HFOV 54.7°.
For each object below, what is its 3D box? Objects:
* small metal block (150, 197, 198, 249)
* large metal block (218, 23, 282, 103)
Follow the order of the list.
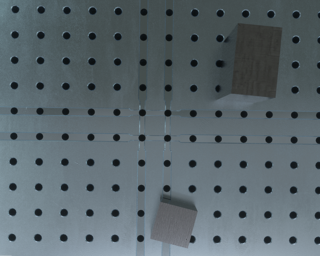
[{"bbox_3d":[0.018,0.126,0.414,0.050,0.025,0.050,15,90,-1],"label":"small metal block"},{"bbox_3d":[0.108,-0.076,0.387,0.050,0.080,0.079,6,90,0],"label":"large metal block"}]
